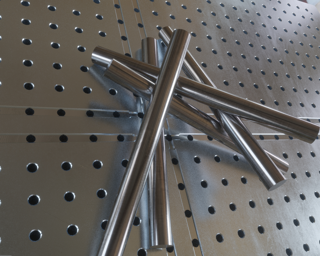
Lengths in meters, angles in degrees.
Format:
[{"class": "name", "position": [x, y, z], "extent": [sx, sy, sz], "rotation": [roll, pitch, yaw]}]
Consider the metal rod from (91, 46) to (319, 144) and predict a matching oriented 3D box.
[{"class": "metal rod", "position": [0.051, -0.047, 0.402], "extent": [0.301, 0.025, 0.025], "rotation": [21, 51, 9]}]

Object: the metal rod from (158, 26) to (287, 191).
[{"class": "metal rod", "position": [0.073, -0.045, 0.436], "extent": [0.025, 0.025, 0.299], "rotation": [-8, 53, -32]}]

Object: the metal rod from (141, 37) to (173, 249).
[{"class": "metal rod", "position": [-0.008, -0.002, 0.406], "extent": [0.025, 0.025, 0.299], "rotation": [10, 57, -23]}]

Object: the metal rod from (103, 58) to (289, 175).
[{"class": "metal rod", "position": [0.062, -0.006, 0.424], "extent": [0.301, 0.025, 0.025], "rotation": [29, 52, -19]}]

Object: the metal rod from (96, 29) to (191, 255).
[{"class": "metal rod", "position": [-0.013, 0.011, 0.349], "extent": [0.025, 0.025, 0.300], "rotation": [24, 67, -15]}]
